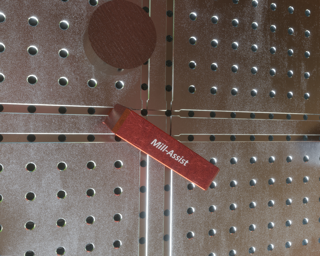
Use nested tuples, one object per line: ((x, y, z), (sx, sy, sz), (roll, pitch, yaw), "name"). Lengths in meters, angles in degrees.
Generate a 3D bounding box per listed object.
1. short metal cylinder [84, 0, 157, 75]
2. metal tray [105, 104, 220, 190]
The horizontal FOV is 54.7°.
((-0.050, -0.108, 0.380), (0.081, 0.050, 0.079), (0, 90, -20), "short metal cylinder")
((-0.001, 0.020, 0.375), (0.130, 0.090, 0.030), (34, 88, -17), "metal tray")
